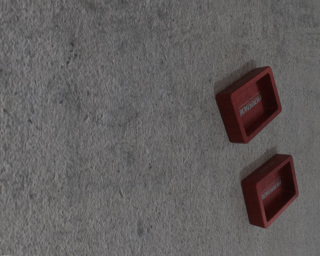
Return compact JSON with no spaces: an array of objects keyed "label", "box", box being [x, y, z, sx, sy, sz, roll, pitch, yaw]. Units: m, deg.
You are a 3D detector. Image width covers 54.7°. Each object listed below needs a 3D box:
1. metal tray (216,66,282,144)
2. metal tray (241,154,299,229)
[{"label":"metal tray","box":[0.157,-0.042,0.532,0.131,0.030,0.090,-34,111,-35]},{"label":"metal tray","box":[0.208,0.113,0.576,0.131,0.030,0.089,-25,106,-37]}]
